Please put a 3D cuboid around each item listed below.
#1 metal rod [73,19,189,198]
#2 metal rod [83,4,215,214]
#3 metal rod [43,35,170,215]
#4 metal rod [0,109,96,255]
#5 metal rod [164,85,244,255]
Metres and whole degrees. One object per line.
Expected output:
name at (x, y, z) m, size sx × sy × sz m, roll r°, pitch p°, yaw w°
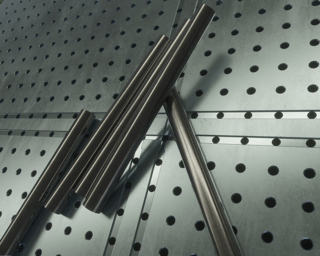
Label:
metal rod at (-0.028, -0.036, 0.443) m, size 0.025 × 0.025 × 0.300 m, roll 21°, pitch 72°, yaw 35°
metal rod at (-0.012, -0.028, 0.402) m, size 0.025 × 0.025 × 0.299 m, roll 27°, pitch 85°, yaw 37°
metal rod at (-0.068, -0.014, 0.450) m, size 0.025 × 0.025 × 0.300 m, roll 22°, pitch 73°, yaw 35°
metal rod at (-0.176, 0.105, 0.434) m, size 0.025 × 0.025 × 0.300 m, roll 16°, pitch 70°, yaw 34°
metal rod at (0.045, 0.055, 0.350) m, size 0.025 × 0.025 × 0.299 m, roll -26°, pitch 53°, yaw 11°
